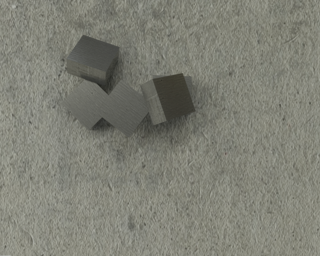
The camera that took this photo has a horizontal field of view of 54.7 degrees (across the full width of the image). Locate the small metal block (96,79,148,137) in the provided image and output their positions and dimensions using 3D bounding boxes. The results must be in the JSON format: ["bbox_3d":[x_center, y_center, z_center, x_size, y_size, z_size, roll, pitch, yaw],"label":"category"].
[{"bbox_3d":[-0.042,-0.024,0.384,0.050,0.025,0.050,38,90,-1],"label":"small metal block"}]

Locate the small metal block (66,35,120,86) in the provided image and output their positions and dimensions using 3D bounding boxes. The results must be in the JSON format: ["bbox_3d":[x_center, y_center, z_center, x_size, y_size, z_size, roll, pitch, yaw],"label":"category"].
[{"bbox_3d":[-0.085,-0.088,0.398,0.050,0.025,0.050,19,53,-1],"label":"small metal block"}]

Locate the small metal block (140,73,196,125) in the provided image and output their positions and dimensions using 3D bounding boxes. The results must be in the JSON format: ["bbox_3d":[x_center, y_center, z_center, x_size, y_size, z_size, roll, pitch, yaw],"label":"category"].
[{"bbox_3d":[0.010,-0.035,0.374,0.050,0.025,0.050,-19,90,-40],"label":"small metal block"}]

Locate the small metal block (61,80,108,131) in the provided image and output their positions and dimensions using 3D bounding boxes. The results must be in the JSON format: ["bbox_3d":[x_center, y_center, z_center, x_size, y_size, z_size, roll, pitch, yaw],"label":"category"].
[{"bbox_3d":[-0.092,-0.032,0.409,0.050,0.025,0.050,-45,91,0],"label":"small metal block"}]

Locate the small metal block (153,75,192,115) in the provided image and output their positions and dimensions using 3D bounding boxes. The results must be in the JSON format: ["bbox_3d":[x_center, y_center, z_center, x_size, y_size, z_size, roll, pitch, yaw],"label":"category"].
[{"bbox_3d":[0.015,-0.043,0.411,0.050,0.025,0.050,2,90,-1],"label":"small metal block"}]
